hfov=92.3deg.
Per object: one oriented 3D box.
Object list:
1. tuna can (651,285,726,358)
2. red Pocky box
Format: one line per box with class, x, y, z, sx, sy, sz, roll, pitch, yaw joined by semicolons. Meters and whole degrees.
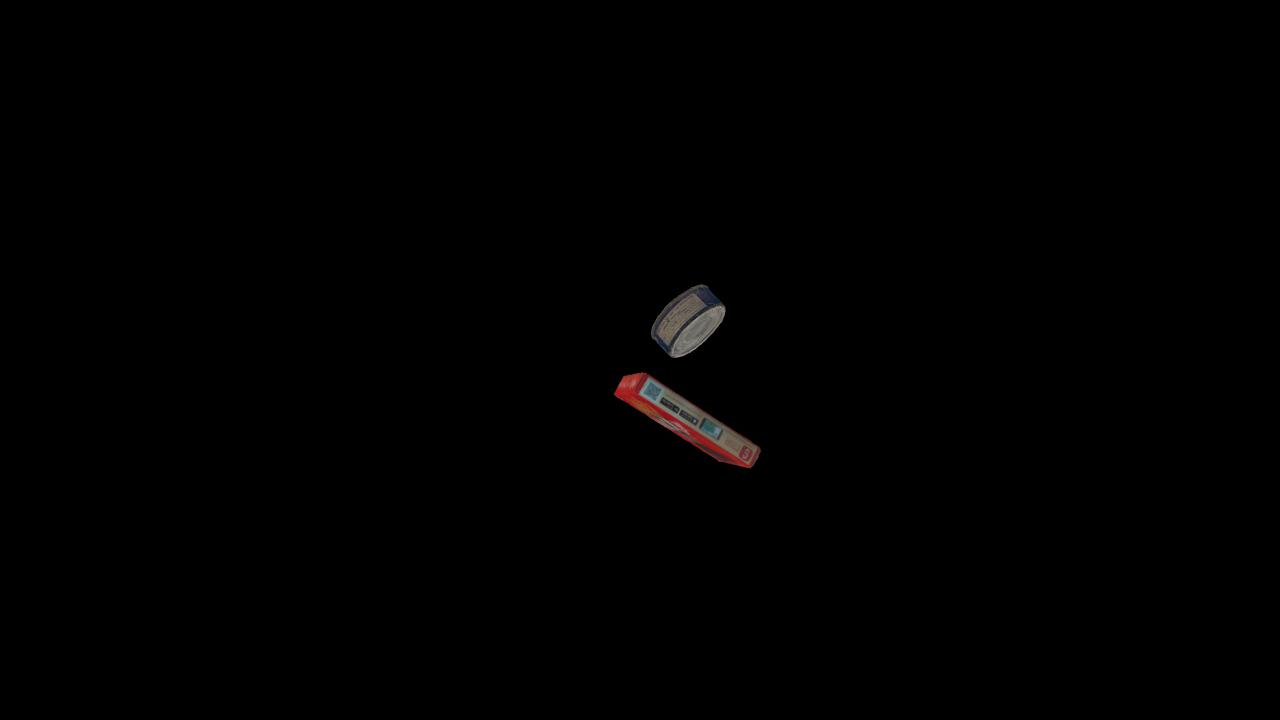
tuna can;0.055;-0.041;0.683;0.084;0.034;0.084;-36;-20;-16
red Pocky box;0.049;0.066;0.669;0.155;0.028;0.083;33;-12;-11
